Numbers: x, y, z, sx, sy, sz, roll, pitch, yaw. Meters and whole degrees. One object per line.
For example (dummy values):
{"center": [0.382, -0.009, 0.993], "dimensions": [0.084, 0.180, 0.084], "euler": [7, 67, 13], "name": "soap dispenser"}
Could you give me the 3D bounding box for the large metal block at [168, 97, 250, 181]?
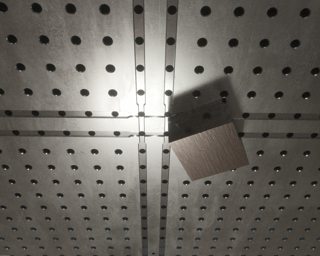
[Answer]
{"center": [0.064, 0.017, 0.411], "dimensions": [0.080, 0.050, 0.080], "euler": [-20, 128, 15], "name": "large metal block"}
